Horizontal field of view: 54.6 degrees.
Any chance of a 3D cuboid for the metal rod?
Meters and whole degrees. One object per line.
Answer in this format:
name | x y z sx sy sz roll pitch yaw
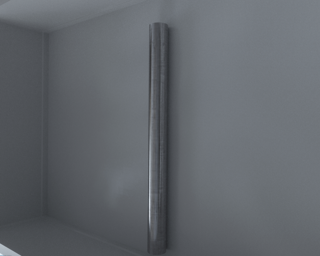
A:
metal rod | -0.003 0.014 0.410 0.025 0.025 0.298 1 91 40
